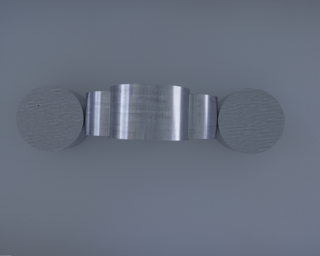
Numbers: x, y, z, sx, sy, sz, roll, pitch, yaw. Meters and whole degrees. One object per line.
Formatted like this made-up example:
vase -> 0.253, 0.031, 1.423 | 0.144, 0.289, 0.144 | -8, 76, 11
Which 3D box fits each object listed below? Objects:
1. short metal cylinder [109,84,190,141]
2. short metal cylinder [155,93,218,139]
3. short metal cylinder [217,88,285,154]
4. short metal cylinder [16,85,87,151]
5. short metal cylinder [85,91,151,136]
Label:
short metal cylinder -> -0.010, -0.014, 0.313 | 0.081, 0.080, 0.050 | 2, 90, 0
short metal cylinder -> 0.030, -0.013, 0.382 | 0.081, 0.080, 0.050 | 2, 90, 0
short metal cylinder -> 0.110, -0.008, 0.398 | 0.081, 0.050, 0.080 | 0, 90, 0
short metal cylinder -> -0.132, -0.012, 0.396 | 0.081, 0.050, 0.080 | 0, 90, 0
short metal cylinder -> -0.051, -0.016, 0.381 | 0.081, 0.080, 0.050 | 2, 90, 0
